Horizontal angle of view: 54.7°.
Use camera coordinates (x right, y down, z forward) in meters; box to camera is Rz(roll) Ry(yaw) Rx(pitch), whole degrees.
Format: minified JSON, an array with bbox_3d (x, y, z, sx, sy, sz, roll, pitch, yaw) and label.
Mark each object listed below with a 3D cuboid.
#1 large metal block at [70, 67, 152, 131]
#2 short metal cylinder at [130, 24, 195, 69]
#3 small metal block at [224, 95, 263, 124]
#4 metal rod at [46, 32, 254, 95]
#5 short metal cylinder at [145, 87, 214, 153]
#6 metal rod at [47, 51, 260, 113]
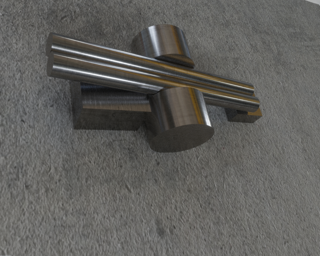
[{"bbox_3d":[-0.064,-0.043,0.382,0.081,0.050,0.080,2,61,-27],"label":"large metal block"},{"bbox_3d":[0.003,-0.096,0.430,0.081,0.080,0.050,1,61,-28],"label":"short metal cylinder"},{"bbox_3d":[0.130,-0.036,0.497,0.050,0.025,0.050,3,61,-27],"label":"small metal block"},{"bbox_3d":[0.012,-0.071,0.398,0.302,0.025,0.025,6,59,-34],"label":"metal rod"},{"bbox_3d":[0.022,-0.008,0.386,0.081,0.080,0.050,1,61,-28],"label":"short metal cylinder"},{"bbox_3d":[0.017,-0.049,0.387,0.302,0.025,0.025,6,59,-34],"label":"metal rod"}]
